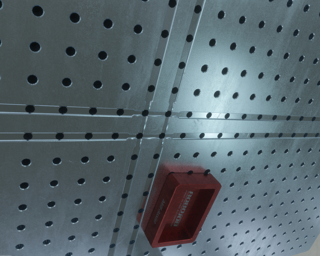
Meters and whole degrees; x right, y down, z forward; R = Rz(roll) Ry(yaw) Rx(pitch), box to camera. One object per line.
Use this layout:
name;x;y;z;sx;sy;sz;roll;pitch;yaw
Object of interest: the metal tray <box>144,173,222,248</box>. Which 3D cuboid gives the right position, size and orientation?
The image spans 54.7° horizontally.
metal tray;0.037;0.137;0.514;0.091;0.030;0.129;6;115;-32
